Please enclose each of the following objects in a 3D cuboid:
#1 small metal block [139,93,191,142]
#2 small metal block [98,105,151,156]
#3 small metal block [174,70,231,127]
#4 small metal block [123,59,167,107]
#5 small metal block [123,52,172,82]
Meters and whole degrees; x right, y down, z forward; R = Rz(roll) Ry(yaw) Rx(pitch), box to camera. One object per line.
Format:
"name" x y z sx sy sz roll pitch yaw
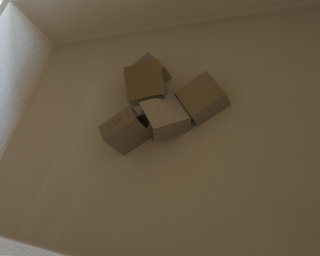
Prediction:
"small metal block" 0.006 -0.015 0.398 0.050 0.025 0.050 -17 50 -15
"small metal block" -0.044 0.005 0.408 0.050 0.050 0.025 -34 53 6
"small metal block" 0.055 -0.038 0.400 0.050 0.025 0.050 -34 52 5
"small metal block" -0.019 -0.061 0.423 0.050 0.025 0.050 -11 74 9
"small metal block" -0.019 -0.078 0.462 0.050 0.025 0.050 -40 51 0
